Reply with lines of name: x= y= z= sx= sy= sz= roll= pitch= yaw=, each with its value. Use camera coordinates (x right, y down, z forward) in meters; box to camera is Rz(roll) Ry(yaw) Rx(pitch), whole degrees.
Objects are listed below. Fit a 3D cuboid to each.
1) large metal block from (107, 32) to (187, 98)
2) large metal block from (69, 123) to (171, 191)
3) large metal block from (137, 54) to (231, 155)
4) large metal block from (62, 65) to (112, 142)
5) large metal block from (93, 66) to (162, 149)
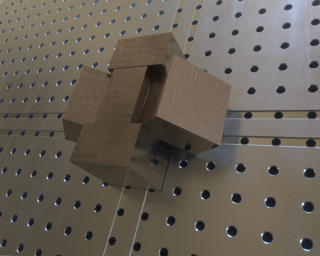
large metal block: x=-0.010 y=-0.079 z=0.424 sx=0.080 sy=0.080 sz=0.050 roll=1 pitch=63 yaw=28
large metal block: x=-0.045 y=0.035 z=0.372 sx=0.080 sy=0.080 sz=0.050 roll=1 pitch=63 yaw=28
large metal block: x=0.030 y=-0.024 z=0.360 sx=0.050 sy=0.080 sz=0.080 roll=-32 pitch=38 yaw=58
large metal block: x=-0.094 y=-0.025 z=0.428 sx=0.050 sy=0.080 sz=0.080 roll=18 pitch=66 yaw=-7
large metal block: x=-0.030 y=-0.021 z=0.399 sx=0.050 sy=0.080 sz=0.080 roll=1 pitch=62 yaw=28
